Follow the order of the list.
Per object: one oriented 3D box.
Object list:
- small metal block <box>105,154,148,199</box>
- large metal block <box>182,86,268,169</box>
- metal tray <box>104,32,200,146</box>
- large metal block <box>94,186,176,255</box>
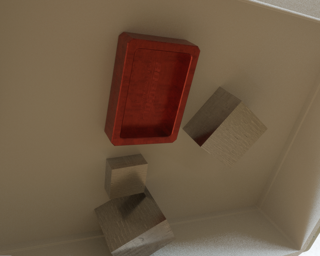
[{"bbox_3d":[-0.047,0.066,0.425,0.050,0.025,0.050,-6,121,-26],"label":"small metal block"},{"bbox_3d":[0.094,0.001,0.447,0.080,0.050,0.080,-49,129,6],"label":"large metal block"},{"bbox_3d":[-0.011,-0.043,0.373,0.091,0.030,0.129,-1,119,-28],"label":"metal tray"},{"bbox_3d":[-0.036,0.136,0.439,0.080,0.080,0.050,-28,128,-11],"label":"large metal block"}]
